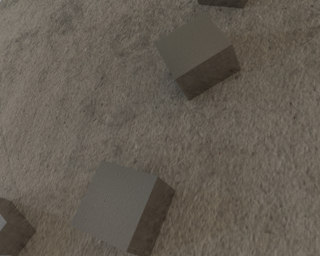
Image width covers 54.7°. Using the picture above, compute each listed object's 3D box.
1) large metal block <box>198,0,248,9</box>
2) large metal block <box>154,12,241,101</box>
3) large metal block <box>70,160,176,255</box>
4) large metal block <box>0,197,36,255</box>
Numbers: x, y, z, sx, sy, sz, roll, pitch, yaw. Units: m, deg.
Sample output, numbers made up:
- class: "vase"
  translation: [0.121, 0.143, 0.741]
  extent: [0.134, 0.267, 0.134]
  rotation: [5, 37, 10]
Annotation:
- class: "large metal block"
  translation: [0.105, -0.236, 0.477]
  extent: [0.080, 0.050, 0.080]
  rotation: [22, 73, 35]
- class: "large metal block"
  translation: [0.050, -0.097, 0.421]
  extent: [0.080, 0.050, 0.080]
  rotation: [-31, 52, 8]
- class: "large metal block"
  translation: [-0.040, 0.090, 0.352]
  extent: [0.080, 0.050, 0.080]
  rotation: [11, 67, 32]
- class: "large metal block"
  translation: [-0.230, 0.145, 0.417]
  extent: [0.080, 0.050, 0.080]
  rotation: [27, 76, 37]
